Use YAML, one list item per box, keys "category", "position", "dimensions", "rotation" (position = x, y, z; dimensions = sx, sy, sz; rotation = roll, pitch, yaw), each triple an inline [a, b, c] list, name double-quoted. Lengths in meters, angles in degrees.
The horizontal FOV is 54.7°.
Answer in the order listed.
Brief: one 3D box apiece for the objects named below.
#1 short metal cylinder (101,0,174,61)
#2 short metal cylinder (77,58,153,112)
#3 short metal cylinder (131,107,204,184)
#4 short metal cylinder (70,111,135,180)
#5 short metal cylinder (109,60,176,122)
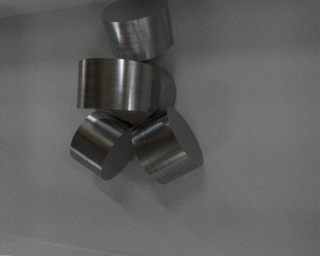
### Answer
- category: "short metal cylinder"
  position: [-0.027, -0.125, 0.382]
  dimensions: [0.080, 0.080, 0.050]
  rotation: [4, 134, 20]
- category: "short metal cylinder"
  position: [-0.050, -0.044, 0.343]
  dimensions: [0.080, 0.080, 0.050]
  rotation: [4, 91, 20]
- category: "short metal cylinder"
  position: [0.010, 0.021, 0.376]
  dimensions: [0.050, 0.080, 0.080]
  rotation: [-30, 80, 18]
- category: "short metal cylinder"
  position: [-0.069, 0.021, 0.404]
  dimensions: [0.050, 0.080, 0.080]
  rotation: [31, 100, 18]
- category: "short metal cylinder"
  position: [-0.025, -0.047, 0.403]
  dimensions: [0.080, 0.050, 0.080]
  rotation: [0, 90, 20]
